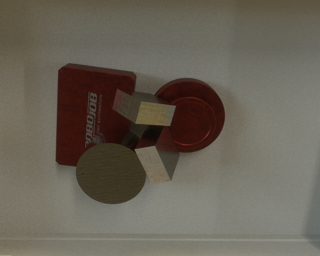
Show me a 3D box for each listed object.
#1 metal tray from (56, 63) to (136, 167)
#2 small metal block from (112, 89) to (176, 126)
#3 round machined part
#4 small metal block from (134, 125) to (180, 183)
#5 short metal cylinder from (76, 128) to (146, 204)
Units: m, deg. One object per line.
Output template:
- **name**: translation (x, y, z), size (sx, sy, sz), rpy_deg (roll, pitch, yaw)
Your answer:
- **metal tray**: translation (-0.083, -0.012, 0.399), size (0.091, 0.030, 0.129), rpy_deg (7, 110, -3)
- **small metal block**: translation (-0.019, -0.024, 0.360), size (0.050, 0.050, 0.025), rpy_deg (3, 109, -41)
- **round machined part**: translation (0.034, -0.012, 0.396), size (0.099, 0.042, 0.097), rpy_deg (0, 110, -1)
- **small metal block**: translation (-0.001, 0.029, 0.365), size (0.025, 0.050, 0.050), rpy_deg (-12, 118, 24)
- **short metal cylinder**: translation (-0.057, 0.045, 0.380), size (0.081, 0.050, 0.079), rpy_deg (0, 110, -1)
